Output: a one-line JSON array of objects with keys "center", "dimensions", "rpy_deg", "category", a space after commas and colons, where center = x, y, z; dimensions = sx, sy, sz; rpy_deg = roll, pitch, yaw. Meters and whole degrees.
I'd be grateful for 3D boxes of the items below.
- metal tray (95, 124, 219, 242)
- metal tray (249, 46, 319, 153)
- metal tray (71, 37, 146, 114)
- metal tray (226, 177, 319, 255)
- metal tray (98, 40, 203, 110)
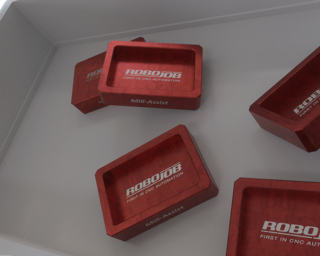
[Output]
[{"center": [-0.009, 0.064, 0.367], "dimensions": [0.130, 0.030, 0.090], "rpy_deg": [-29, 52, 9], "category": "metal tray"}, {"center": [0.166, -0.041, 0.314], "dimensions": [0.130, 0.030, 0.090], "rpy_deg": [-41, 22, 0], "category": "metal tray"}, {"center": [-0.076, -0.083, 0.494], "dimensions": [0.130, 0.030, 0.090], "rpy_deg": [-17, 55, 18], "category": "metal tray"}, {"center": [0.130, 0.095, 0.275], "dimensions": [0.130, 0.030, 0.090], "rpy_deg": [-1, 61, 27], "category": "metal tray"}, {"center": [-0.010, -0.073, 0.420], "dimensions": [0.131, 0.030, 0.090], "rpy_deg": [4, 61, 3], "category": "metal tray"}]
